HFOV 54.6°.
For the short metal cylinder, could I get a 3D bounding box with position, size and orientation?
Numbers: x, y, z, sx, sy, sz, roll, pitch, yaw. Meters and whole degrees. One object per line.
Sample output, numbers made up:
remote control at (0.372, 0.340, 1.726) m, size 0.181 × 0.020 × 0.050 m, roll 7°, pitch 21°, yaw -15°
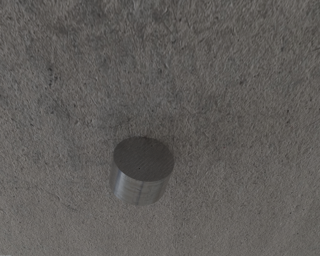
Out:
short metal cylinder at (-0.026, 0.057, 0.419) m, size 0.080 × 0.080 × 0.050 m, roll 10°, pitch 129°, yaw -8°
